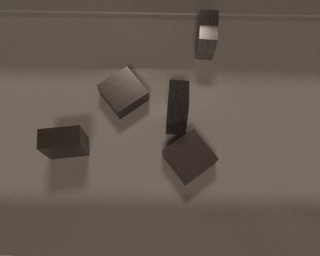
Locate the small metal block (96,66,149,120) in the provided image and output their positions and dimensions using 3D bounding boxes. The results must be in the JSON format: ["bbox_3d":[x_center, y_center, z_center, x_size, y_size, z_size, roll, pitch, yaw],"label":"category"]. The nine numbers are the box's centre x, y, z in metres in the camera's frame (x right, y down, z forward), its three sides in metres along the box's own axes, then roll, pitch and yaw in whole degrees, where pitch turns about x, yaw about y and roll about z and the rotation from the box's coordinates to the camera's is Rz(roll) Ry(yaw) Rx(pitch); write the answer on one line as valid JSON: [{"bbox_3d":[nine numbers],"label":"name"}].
[{"bbox_3d":[-0.050,-0.048,0.427,0.050,0.025,0.050,-35,74,-12],"label":"small metal block"}]

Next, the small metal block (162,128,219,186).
[{"bbox_3d":[0.038,0.037,0.396,0.050,0.025,0.050,-34,74,-12],"label":"small metal block"}]

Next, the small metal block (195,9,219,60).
[{"bbox_3d":[0.067,-0.133,0.446,0.025,0.050,0.050,5,70,1],"label":"small metal block"}]

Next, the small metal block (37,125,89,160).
[{"bbox_3d":[-0.119,0.019,0.388,0.050,0.050,0.025,-6,70,-3],"label":"small metal block"}]

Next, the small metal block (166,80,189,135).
[{"bbox_3d":[0.023,-0.026,0.398,0.025,0.050,0.050,4,44,2],"label":"small metal block"}]
